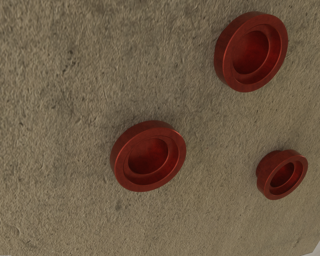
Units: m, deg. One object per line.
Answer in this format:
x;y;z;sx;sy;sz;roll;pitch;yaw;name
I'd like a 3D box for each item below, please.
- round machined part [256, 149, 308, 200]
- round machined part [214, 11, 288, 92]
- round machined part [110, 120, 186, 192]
0.214;0.079;0.562;0.099;0.042;0.097;-14;124;-21;round machined part
0.110;-0.098;0.395;0.099;0.042;0.097;-14;124;-21;round machined part
-0.018;0.032;0.406;0.099;0.042;0.097;-14;124;-21;round machined part
